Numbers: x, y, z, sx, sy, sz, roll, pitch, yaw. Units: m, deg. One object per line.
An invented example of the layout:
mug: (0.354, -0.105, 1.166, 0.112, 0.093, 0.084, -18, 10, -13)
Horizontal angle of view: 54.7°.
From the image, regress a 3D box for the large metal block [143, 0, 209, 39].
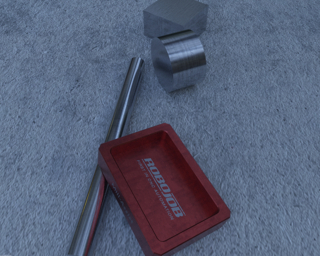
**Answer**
large metal block: (0.028, -0.189, 0.546, 0.080, 0.050, 0.080, 29, 56, 22)

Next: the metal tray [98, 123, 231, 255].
metal tray: (0.001, 0.061, 0.330, 0.091, 0.030, 0.130, -19, 59, -26)

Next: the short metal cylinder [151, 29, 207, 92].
short metal cylinder: (0.025, -0.097, 0.450, 0.050, 0.080, 0.080, -19, 53, -15)

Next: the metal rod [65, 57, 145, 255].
metal rod: (-0.057, 0.012, 0.392, 0.025, 0.025, 0.300, 6, 50, 5)
